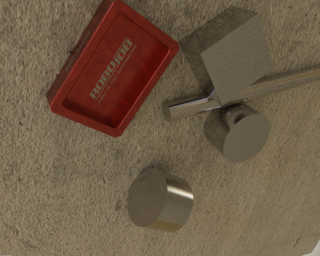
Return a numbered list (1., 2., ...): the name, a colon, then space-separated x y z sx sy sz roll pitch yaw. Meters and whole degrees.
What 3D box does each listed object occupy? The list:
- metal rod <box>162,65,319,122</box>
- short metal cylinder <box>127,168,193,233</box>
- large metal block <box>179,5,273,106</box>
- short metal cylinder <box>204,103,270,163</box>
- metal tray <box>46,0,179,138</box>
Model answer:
1. metal rod: 0.146 -0.057 0.450 0.302 0.025 0.025 -15 125 -20
2. short metal cylinder: -0.001 0.101 0.434 0.050 0.080 0.080 27 104 -37
3. large metal block: 0.082 -0.089 0.381 0.080 0.050 0.080 -36 129 -4
4. short metal cylinder: 0.112 0.004 0.455 0.081 0.050 0.079 -14 124 -21
5. metal tray: -0.051 -0.061 0.338 0.090 0.030 0.129 26 104 -37
